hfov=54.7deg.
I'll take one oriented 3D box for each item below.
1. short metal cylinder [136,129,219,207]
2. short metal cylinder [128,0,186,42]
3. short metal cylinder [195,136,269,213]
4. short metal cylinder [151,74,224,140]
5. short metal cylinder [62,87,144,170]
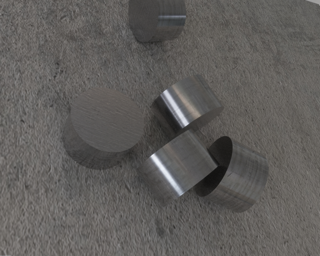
[{"bbox_3d":[0.020,0.045,0.352,0.081,0.080,0.050,-30,79,-38],"label":"short metal cylinder"},{"bbox_3d":[-0.006,-0.173,0.471,0.050,0.080,0.080,-14,69,-34],"label":"short metal cylinder"},{"bbox_3d":[0.086,0.056,0.380,0.050,0.080,0.080,27,53,-12],"label":"short metal cylinder"},{"bbox_3d":[0.035,-0.025,0.402,0.081,0.080,0.050,-23,74,-36],"label":"short metal cylinder"},{"bbox_3d":[-0.065,0.001,0.352,0.081,0.050,0.080,14,56,-21],"label":"short metal cylinder"}]
